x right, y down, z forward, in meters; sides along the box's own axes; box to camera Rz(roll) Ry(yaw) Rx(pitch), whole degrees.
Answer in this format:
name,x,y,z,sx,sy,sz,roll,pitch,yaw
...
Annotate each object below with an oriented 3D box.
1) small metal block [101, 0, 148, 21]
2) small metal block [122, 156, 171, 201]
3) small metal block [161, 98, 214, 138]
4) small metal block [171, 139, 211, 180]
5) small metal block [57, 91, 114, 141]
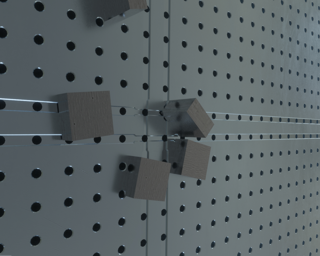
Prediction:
name,x,y,z,sx,sy,sz,roll,pitch,yaw
small metal block,-0.044,-0.156,0.357,0.025,0.050,0.050,-20,103,-39
small metal block,-0.016,0.065,0.398,0.050,0.025,0.050,17,79,-39
small metal block,0.038,-0.013,0.427,0.050,0.050,0.025,51,60,-28
small metal block,0.044,0.046,0.449,0.050,0.025,0.050,19,78,-39
small metal block,-0.081,-0.014,0.342,0.050,0.025,0.050,-9,96,-40
